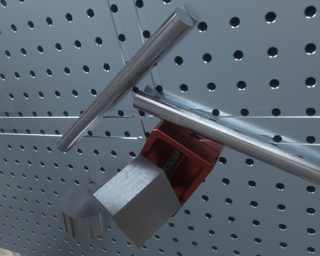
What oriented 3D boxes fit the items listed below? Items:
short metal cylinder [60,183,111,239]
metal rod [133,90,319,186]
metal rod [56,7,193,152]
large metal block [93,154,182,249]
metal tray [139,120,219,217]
[{"bbox_3d":[-0.124,0.139,0.525,0.080,0.080,0.050,15,124,19],"label":"short metal cylinder"},{"bbox_3d":[0.106,0.020,0.367,0.301,0.025,0.025,23,127,13],"label":"metal rod"},{"bbox_3d":[-0.066,-0.044,0.417,0.025,0.025,0.299,47,129,-5],"label":"metal rod"},{"bbox_3d":[-0.027,0.097,0.411,0.050,0.080,0.080,28,151,45],"label":"large metal block"},{"bbox_3d":[0.011,0.061,0.438,0.090,0.030,0.129,34,129,5],"label":"metal tray"}]
